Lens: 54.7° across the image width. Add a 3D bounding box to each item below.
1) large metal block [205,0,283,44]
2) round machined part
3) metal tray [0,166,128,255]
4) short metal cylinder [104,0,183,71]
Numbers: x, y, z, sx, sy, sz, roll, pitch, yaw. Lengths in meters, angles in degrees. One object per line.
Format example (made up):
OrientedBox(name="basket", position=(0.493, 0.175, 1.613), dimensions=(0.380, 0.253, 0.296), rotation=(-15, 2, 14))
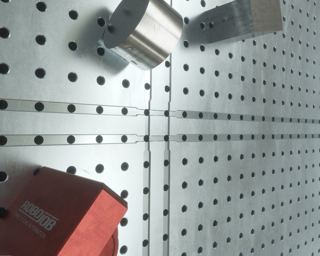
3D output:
OrientedBox(name="large metal block", position=(0.131, -0.167, 0.482), dimensions=(0.081, 0.080, 0.050), rotation=(-17, 101, -39))
OrientedBox(name="round machined part", position=(-0.083, 0.125, 0.323), dimensions=(0.099, 0.042, 0.097), rotation=(-6, 98, -44))
OrientedBox(name="metal tray", position=(-0.095, 0.083, 0.262), dimensions=(0.030, 0.130, 0.090), rotation=(48, 61, -30))
OrientedBox(name="short metal cylinder", position=(-0.020, -0.113, 0.356), dimensions=(0.050, 0.080, 0.080), rotation=(28, 73, -37))
